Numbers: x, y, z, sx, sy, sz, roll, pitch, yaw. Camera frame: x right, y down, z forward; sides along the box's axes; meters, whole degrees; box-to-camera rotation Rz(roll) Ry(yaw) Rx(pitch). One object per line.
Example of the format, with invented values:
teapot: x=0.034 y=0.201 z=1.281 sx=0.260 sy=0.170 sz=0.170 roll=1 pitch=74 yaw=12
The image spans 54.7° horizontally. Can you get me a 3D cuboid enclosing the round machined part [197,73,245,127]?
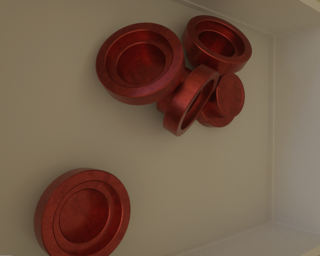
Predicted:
round machined part: x=0.093 y=-0.049 z=0.476 sx=0.099 sy=0.042 sz=0.097 roll=0 pitch=90 yaw=-40

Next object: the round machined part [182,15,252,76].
round machined part: x=0.077 y=-0.112 z=0.441 sx=0.099 sy=0.042 sz=0.098 roll=11 pitch=52 yaw=-15

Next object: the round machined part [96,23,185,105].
round machined part: x=-0.020 y=-0.069 z=0.357 sx=0.042 sy=0.098 sz=0.098 roll=67 pitch=43 yaw=-65

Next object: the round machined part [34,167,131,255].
round machined part: x=-0.083 y=0.091 z=0.327 sx=0.099 sy=0.042 sz=0.097 roll=0 pitch=90 yaw=-40

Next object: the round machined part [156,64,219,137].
round machined part: x=0.032 y=-0.040 z=0.402 sx=0.098 sy=0.042 sz=0.098 roll=-51 pitch=165 yaw=-19
